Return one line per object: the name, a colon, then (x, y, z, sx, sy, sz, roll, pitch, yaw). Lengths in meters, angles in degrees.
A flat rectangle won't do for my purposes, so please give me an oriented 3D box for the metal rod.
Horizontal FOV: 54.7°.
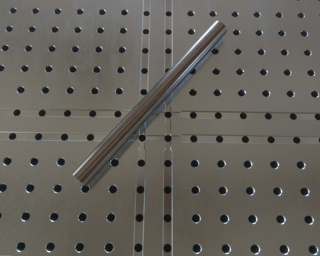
metal rod: (-0.005, -0.043, 0.427, 0.025, 0.025, 0.301, 38, 74, 12)
